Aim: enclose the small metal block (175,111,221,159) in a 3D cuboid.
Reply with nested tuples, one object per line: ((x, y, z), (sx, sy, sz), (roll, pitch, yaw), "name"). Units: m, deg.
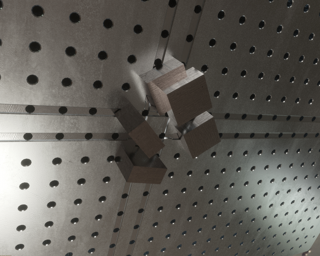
((0.056, 0.009, 0.449), (0.050, 0.025, 0.050), (-31, 129, -8), "small metal block")

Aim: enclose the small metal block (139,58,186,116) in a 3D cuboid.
((0.009, -0.051, 0.386), (0.050, 0.025, 0.050), (-30, 129, -10), "small metal block")

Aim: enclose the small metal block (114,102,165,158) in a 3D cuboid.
((-0.025, 0.002, 0.384), (0.025, 0.050, 0.050), (-39, 130, -3), "small metal block")

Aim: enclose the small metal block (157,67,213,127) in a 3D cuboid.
((0.031, -0.037, 0.374), (0.050, 0.025, 0.050), (-30, 129, -10), "small metal block")

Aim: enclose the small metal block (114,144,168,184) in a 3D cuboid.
((-0.026, 0.048, 0.412), (0.050, 0.050, 0.025), (10, 113, -33), "small metal block")
